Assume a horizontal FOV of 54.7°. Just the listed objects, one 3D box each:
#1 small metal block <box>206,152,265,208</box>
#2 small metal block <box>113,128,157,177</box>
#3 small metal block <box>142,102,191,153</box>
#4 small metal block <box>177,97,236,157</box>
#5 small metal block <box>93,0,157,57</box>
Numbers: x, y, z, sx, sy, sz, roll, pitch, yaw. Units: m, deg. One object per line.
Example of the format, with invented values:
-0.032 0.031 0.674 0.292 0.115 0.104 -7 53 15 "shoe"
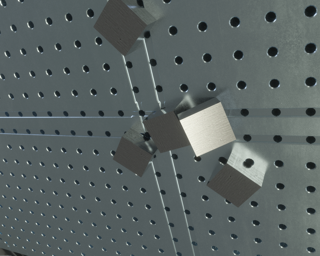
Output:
0.097 0.068 0.401 0.050 0.025 0.050 35 129 4 "small metal block"
-0.035 0.036 0.450 0.050 0.025 0.050 32 128 7 "small metal block"
0.014 0.001 0.403 0.050 0.025 0.050 -19 109 35 "small metal block"
0.055 -0.001 0.366 0.050 0.025 0.050 -25 108 5 "small metal block"
-0.041 -0.120 0.357 0.050 0.025 0.050 44 129 -3 "small metal block"
